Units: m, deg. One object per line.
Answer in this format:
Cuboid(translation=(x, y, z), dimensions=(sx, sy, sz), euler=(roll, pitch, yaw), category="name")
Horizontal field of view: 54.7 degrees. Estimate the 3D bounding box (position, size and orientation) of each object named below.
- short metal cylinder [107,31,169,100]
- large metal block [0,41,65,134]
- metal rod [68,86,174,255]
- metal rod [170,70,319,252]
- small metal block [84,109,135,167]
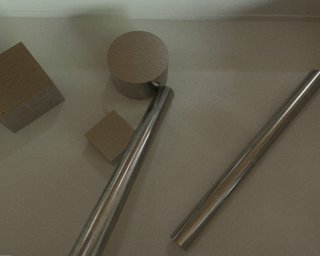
Cuboid(translation=(-0.029, -0.085, 0.427), dimensions=(0.081, 0.050, 0.080), euler=(0, 70, 0), category="short metal cylinder")
Cuboid(translation=(-0.190, -0.054, 0.414), dimensions=(0.080, 0.050, 0.080), euler=(-37, 75, -13), category="large metal block")
Cuboid(translation=(-0.035, 0.047, 0.322), dimensions=(0.025, 0.025, 0.301), euler=(18, 44, 6), category="metal rod")
Cuboid(translation=(0.122, 0.031, 0.399), dimensions=(0.025, 0.025, 0.301), euler=(41, 74, 13), category="metal rod")
Cuboid(translation=(-0.061, 0.013, 0.404), dimensions=(0.050, 0.025, 0.050), euler=(43, 75, 14), category="small metal block")
